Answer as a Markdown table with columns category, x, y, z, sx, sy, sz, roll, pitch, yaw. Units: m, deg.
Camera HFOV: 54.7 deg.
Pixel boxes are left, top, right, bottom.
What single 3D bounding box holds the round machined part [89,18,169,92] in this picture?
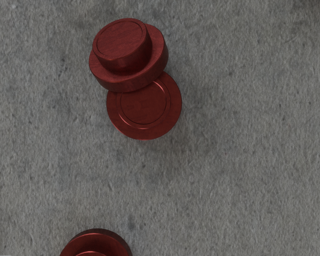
| category | x | y | z | sx | sy | sz | roll | pitch | yaw |
| --- | --- | --- | --- | --- | --- | --- | --- | --- | --- |
| round machined part | -0.042 | -0.095 | 0.377 | 0.098 | 0.042 | 0.098 | -8 | 58 | 13 |

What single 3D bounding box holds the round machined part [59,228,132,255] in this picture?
| category | x | y | z | sx | sy | sz | roll | pitch | yaw |
| --- | --- | --- | --- | --- | --- | --- | --- | --- | --- |
| round machined part | -0.085 | 0.185 | 0.401 | 0.099 | 0.042 | 0.097 | 0 | 90 | -1 |

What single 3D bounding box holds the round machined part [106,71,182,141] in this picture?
| category | x | y | z | sx | sy | sz | roll | pitch | yaw |
| --- | --- | --- | --- | --- | --- | --- | --- | --- | --- |
| round machined part | -0.021 | -0.032 | 0.401 | 0.099 | 0.042 | 0.097 | 0 | 90 | -1 |
